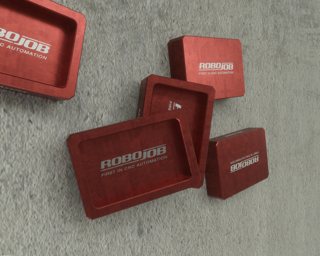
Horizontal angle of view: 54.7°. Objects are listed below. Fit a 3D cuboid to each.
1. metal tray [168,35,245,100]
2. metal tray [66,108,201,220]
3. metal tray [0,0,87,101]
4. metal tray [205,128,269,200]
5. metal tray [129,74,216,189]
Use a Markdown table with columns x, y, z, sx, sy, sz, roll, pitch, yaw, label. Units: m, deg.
| x | y | z | sx | sy | sz | roll | pitch | yaw | label |
| --- | --- | --- | --- | --- | --- | --- | --- | --- | --- |
| 0.074 | -0.087 | 0.463 | 0.131 | 0.030 | 0.089 | -10 | 97 | -39 | metal tray |
| -0.027 | 0.036 | 0.342 | 0.131 | 0.030 | 0.089 | -14 | 94 | -17 | metal tray |
| -0.139 | -0.082 | 0.284 | 0.131 | 0.030 | 0.090 | 12 | 82 | -39 | metal tray |
| 0.127 | 0.054 | 0.508 | 0.131 | 0.030 | 0.089 | -13 | 98 | -39 | metal tray |
| 0.015 | 0.006 | 0.388 | 0.091 | 0.030 | 0.129 | 9 | 87 | -18 | metal tray |
